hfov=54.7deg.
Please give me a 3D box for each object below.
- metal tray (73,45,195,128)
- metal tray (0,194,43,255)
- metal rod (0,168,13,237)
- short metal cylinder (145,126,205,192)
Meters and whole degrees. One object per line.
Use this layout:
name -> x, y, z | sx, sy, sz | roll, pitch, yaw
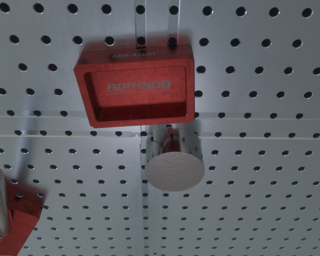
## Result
metal tray -> -0.025, -0.046, 0.368 | 0.131, 0.030, 0.089 | -4, 130, 3
metal tray -> -0.274, 0.172, 0.536 | 0.090, 0.030, 0.129 | 27, 114, -21
metal rod -> -0.243, 0.135, 0.475 | 0.025, 0.025, 0.298 | 15, 144, -12
short metal cylinder -> 0.020, 0.044, 0.433 | 0.081, 0.050, 0.079 | 0, 130, 0
